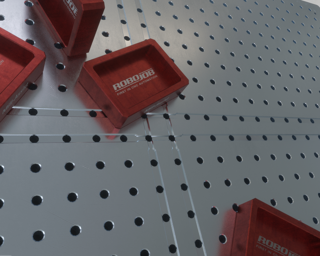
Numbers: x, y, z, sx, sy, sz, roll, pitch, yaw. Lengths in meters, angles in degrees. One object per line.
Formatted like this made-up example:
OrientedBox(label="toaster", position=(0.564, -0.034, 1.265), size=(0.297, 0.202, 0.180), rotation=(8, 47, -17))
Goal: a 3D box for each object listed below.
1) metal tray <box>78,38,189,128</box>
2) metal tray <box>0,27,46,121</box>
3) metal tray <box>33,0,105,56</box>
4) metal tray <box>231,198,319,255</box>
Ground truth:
OrientedBox(label="metal tray", position=(-0.032, -0.066, 0.427), size=(0.131, 0.030, 0.090), rotation=(-33, 80, -38))
OrientedBox(label="metal tray", position=(-0.197, -0.055, 0.332), size=(0.090, 0.030, 0.130), rotation=(30, 52, -9))
OrientedBox(label="metal tray", position=(-0.127, -0.171, 0.402), size=(0.030, 0.090, 0.130), rotation=(-24, 75, -36))
OrientedBox(label="metal tray", position=(0.156, 0.157, 0.391), size=(0.130, 0.030, 0.090), rotation=(28, 52, -10))
